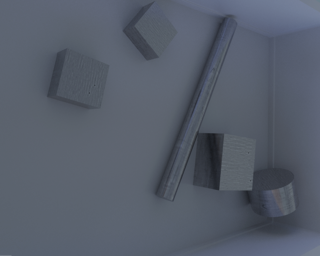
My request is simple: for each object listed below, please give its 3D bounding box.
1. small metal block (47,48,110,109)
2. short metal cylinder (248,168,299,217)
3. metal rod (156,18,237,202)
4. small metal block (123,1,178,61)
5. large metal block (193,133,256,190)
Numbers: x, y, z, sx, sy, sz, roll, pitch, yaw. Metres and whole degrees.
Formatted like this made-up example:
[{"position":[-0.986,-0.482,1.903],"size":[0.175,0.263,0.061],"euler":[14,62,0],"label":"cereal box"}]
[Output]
[{"position":[-0.087,-0.051,0.335],"size":[0.050,0.025,0.050],"euler":[17,80,-39],"label":"small metal block"},{"position":[0.194,0.110,0.537],"size":[0.081,0.080,0.050],"euler":[-27,107,-37],"label":"short metal cylinder"},{"position":[0.060,-0.038,0.459],"size":[0.025,0.025,0.299],"euler":[35,68,-35],"label":"metal rod"},{"position":[-0.011,-0.124,0.399],"size":[0.050,0.025,0.050],"euler":[47,62,-30],"label":"small metal block"},{"position":[0.101,0.052,0.478],"size":[0.081,0.050,0.080],"euler":[10,84,-40],"label":"large metal block"}]
